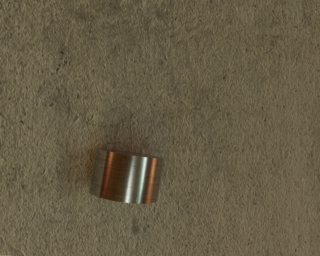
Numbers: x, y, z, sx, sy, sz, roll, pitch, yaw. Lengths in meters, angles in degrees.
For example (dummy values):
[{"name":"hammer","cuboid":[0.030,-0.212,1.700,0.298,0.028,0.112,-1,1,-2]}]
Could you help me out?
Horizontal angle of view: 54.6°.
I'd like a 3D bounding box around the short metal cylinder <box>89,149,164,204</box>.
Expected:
[{"name":"short metal cylinder","cuboid":[-0.039,0.055,0.365,0.081,0.080,0.050,10,87,-20]}]
